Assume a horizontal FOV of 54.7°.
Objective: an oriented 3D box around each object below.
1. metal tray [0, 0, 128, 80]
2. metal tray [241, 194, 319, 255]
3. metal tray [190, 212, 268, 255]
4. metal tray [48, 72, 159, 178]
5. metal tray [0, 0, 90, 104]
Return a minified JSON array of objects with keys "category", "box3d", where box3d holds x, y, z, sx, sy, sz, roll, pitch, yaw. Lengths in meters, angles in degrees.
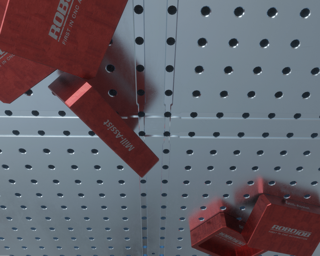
[{"category":"metal tray","box3d":[-0.080,-0.118,0.278,0.091,0.030,0.129,17,116,-27]},{"category":"metal tray","box3d":[0.219,0.172,0.539,0.131,0.030,0.089,15,108,-13]},{"category":"metal tray","box3d":[0.135,0.216,0.594,0.131,0.030,0.090,31,124,-24]},{"category":"metal tray","box3d":[-0.065,-0.005,0.363,0.030,0.090,0.130,-46,124,-9]},{"category":"metal tray","box3d":[-0.153,-0.091,0.328,0.130,0.030,0.090,-28,125,21]}]
